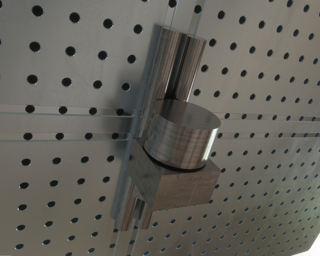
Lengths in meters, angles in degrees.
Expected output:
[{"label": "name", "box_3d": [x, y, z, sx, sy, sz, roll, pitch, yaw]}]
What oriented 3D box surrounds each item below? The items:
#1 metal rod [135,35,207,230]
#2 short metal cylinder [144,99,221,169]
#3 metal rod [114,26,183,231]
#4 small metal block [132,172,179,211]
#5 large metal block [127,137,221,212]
[{"label": "metal rod", "box_3d": [0.008, 0.022, 0.433, 0.025, 0.025, 0.298, 1, 118, -29]}, {"label": "short metal cylinder", "box_3d": [0.025, 0.005, 0.367, 0.081, 0.080, 0.050, 1, 118, -29]}, {"label": "metal rod", "box_3d": [-0.022, 0.018, 0.414, 0.025, 0.025, 0.298, 1, 118, -29]}, {"label": "small metal block", "box_3d": [-0.002, 0.077, 0.414, 0.050, 0.050, 0.025, -46, 154, -63]}, {"label": "large metal block", "box_3d": [0.014, 0.053, 0.385, 0.081, 0.080, 0.050, 0, 118, -29]}]
